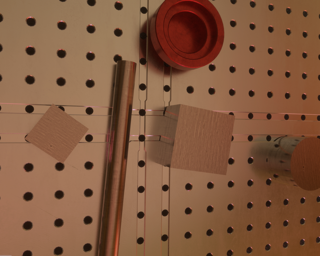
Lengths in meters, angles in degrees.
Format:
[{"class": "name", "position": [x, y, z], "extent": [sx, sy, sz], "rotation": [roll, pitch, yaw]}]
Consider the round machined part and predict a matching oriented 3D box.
[{"class": "round machined part", "position": [0.033, -0.126, 0.417], "extent": [0.099, 0.042, 0.097], "rotation": [0, 90, -21]}]

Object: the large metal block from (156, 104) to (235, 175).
[{"class": "large metal block", "position": [0.047, 0.016, 0.418], "extent": [0.081, 0.050, 0.080], "rotation": [10, 87, -20]}]

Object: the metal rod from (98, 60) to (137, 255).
[{"class": "metal rod", "position": [-0.056, 0.065, 0.392], "extent": [0.025, 0.025, 0.298], "rotation": [6, 88, -20]}]

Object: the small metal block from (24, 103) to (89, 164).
[{"class": "small metal block", "position": [-0.122, 0.007, 0.368], "extent": [0.050, 0.025, 0.050], "rotation": [38, 78, -17]}]

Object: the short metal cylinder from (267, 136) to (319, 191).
[{"class": "short metal cylinder", "position": [0.216, 0.053, 0.482], "extent": [0.081, 0.050, 0.079], "rotation": [0, 90, -21]}]
